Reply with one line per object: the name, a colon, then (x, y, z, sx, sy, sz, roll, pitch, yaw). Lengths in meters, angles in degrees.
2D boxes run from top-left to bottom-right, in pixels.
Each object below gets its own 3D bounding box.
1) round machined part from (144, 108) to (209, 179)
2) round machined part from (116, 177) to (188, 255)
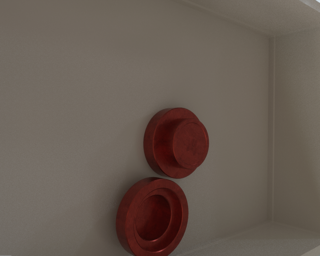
round machined part: (0.029, 0.021, 0.422, 0.099, 0.042, 0.097, 0, 90, -40)
round machined part: (-0.014, 0.110, 0.386, 0.099, 0.042, 0.097, 0, 90, -40)
